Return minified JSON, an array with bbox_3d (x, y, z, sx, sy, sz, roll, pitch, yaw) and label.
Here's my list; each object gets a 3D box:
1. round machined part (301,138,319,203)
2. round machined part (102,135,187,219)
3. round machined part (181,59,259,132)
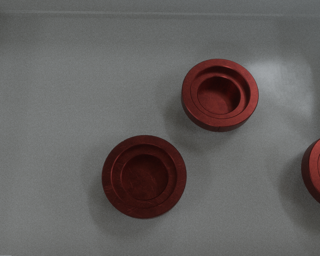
[{"bbox_3d":[0.223,0.057,0.381,0.099,0.042,0.098,0,70,0],"label":"round machined part"},{"bbox_3d":[-0.018,0.061,0.378,0.099,0.042,0.098,0,70,0],"label":"round machined part"},{"bbox_3d":[0.077,-0.040,0.416,0.099,0.042,0.098,0,70,0],"label":"round machined part"}]
